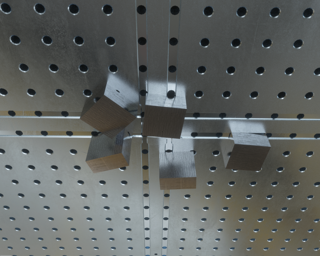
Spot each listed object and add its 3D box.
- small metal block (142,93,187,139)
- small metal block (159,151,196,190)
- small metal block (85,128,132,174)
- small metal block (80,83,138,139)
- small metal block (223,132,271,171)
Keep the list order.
[{"bbox_3d":[0.004,-0.015,0.399,0.050,0.025,0.050,5,130,-5],"label":"small metal block"},{"bbox_3d":[0.025,0.061,0.447,0.050,0.050,0.025,-2,130,2],"label":"small metal block"},{"bbox_3d":[-0.068,0.030,0.420,0.050,0.050,0.025,-14,129,11],"label":"small metal block"},{"bbox_3d":[-0.064,-0.020,0.394,0.050,0.025,0.050,36,121,-27],"label":"small metal block"},{"bbox_3d":[0.122,0.034,0.441,0.050,0.025,0.050,5,130,-4],"label":"small metal block"}]
